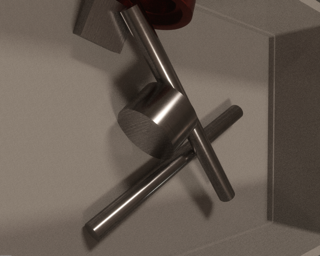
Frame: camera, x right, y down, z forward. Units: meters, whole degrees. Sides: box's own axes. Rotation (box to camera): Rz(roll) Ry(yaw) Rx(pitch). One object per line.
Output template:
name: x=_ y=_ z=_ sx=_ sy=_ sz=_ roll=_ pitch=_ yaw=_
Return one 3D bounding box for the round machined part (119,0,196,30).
round machined part: x=-0.007 y=-0.154 z=0.353 sx=0.099 sy=0.098 sz=0.042 roll=18 pitch=81 yaw=-39

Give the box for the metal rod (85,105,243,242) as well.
metal rod: x=0.026 y=0.045 z=0.430 sx=0.302 sy=0.025 sz=0.025 roll=-35 pitch=112 yaw=-35

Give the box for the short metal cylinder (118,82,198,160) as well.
short metal cylinder: x=-0.003 y=-0.008 z=0.370 sx=0.050 sy=0.080 sz=0.080 roll=-50 pitch=120 yaw=-29

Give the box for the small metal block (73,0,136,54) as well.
small metal block: x=-0.061 y=-0.118 z=0.347 sx=0.050 sy=0.025 sz=0.050 roll=18 pitch=98 yaw=-39

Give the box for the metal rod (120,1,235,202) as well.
metal rod: x=0.034 y=-0.014 z=0.399 sx=0.025 sy=0.025 sz=0.299 roll=-47 pitch=121 yaw=-30
